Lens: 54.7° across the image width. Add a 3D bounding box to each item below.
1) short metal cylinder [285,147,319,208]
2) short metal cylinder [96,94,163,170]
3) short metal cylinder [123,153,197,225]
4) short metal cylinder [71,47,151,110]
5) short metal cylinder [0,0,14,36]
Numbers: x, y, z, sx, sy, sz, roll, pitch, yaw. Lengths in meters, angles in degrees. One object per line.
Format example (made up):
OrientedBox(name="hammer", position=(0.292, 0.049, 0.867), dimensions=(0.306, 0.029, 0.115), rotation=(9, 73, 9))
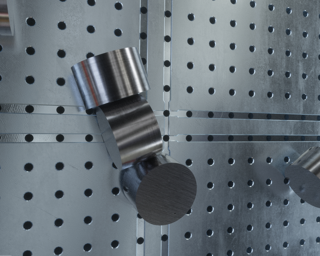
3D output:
OrientedBox(name="short metal cylinder", position=(0.242, 0.076, 0.475), dimensions=(0.050, 0.080, 0.080), rotation=(-34, 102, -17))
OrientedBox(name="short metal cylinder", position=(-0.038, 0.004, 0.370), dimensions=(0.050, 0.080, 0.080), rotation=(-20, 97, -19))
OrientedBox(name="short metal cylinder", position=(-0.001, 0.074, 0.391), dimensions=(0.081, 0.050, 0.079), rotation=(-6, 104, -23))
OrientedBox(name="short metal cylinder", position=(-0.056, -0.057, 0.363), dimensions=(0.081, 0.080, 0.050), rotation=(-20, 97, -19))
OrientedBox(name="short metal cylinder", position=(-0.182, -0.136, 0.316), dimensions=(0.050, 0.080, 0.079), rotation=(-4, 92, -20))
